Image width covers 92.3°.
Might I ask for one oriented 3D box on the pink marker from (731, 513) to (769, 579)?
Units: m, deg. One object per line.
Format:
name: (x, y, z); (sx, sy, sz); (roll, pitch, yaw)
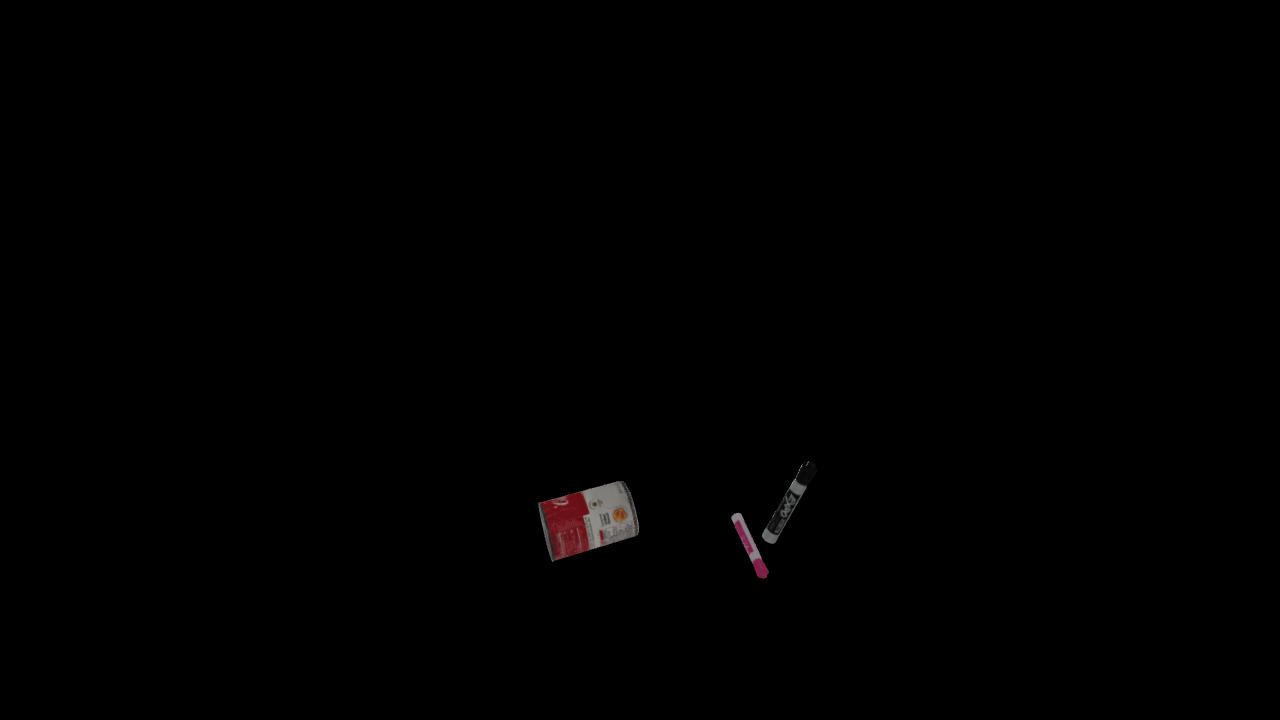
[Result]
pink marker: (0.173, 0.292, 0.969); (0.020, 0.020, 0.121); (0, 33, -15)

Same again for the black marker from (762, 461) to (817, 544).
black marker: (0.180, 0.171, 0.740); (0.020, 0.121, 0.020); (18, 24, -8)

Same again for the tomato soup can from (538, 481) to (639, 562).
tomato soup can: (-0.059, 0.181, 0.699); (0.101, 0.068, 0.068); (-12, 3, -14)
